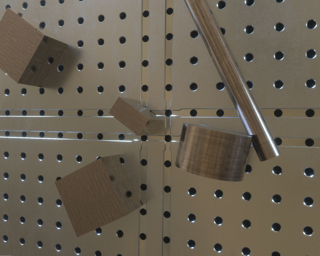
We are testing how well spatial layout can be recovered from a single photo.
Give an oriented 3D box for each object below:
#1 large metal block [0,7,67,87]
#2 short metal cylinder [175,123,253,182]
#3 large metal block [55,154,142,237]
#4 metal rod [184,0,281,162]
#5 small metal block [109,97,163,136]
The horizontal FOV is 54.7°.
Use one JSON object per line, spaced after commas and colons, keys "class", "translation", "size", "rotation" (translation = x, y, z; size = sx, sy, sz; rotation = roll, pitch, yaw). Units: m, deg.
{"class": "large metal block", "translation": [-0.204, -0.120, 0.469], "size": [0.080, 0.050, 0.080], "rotation": [38, 102, 15]}
{"class": "short metal cylinder", "translation": [0.062, 0.026, 0.361], "size": [0.080, 0.080, 0.050], "rotation": [12, 94, 19]}
{"class": "large metal block", "translation": [-0.084, 0.091, 0.428], "size": [0.080, 0.050, 0.080], "rotation": [-28, 81, 17]}
{"class": "metal rod", "translation": [0.072, -0.101, 0.386], "size": [0.025, 0.025, 0.299], "rotation": [-26, 82, 18]}
{"class": "small metal block", "translation": [-0.031, -0.015, 0.409], "size": [0.050, 0.050, 0.025], "rotation": [37, 102, 16]}
